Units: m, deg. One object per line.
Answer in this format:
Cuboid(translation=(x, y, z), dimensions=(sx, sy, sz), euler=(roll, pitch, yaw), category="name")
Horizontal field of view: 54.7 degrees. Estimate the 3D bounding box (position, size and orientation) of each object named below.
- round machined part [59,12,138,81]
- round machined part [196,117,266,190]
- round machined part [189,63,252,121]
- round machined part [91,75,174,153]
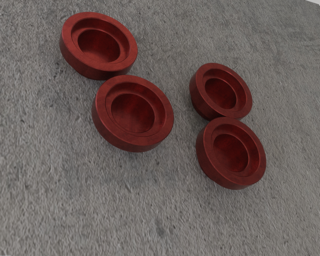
Cuboid(translation=(-0.083, -0.102, 0.411), dimensions=(0.099, 0.042, 0.098), euler=(14, 56, -21), category="round machined part")
Cuboid(translation=(0.090, 0.037, 0.419), dimensions=(0.099, 0.042, 0.098), euler=(13, 57, -21), category="round machined part")
Cuboid(translation=(0.087, -0.047, 0.468), dimensions=(0.099, 0.042, 0.098), euler=(14, 56, -21), category="round machined part")
Cuboid(translation=(-0.036, -0.014, 0.382), dimensions=(0.099, 0.042, 0.098), euler=(14, 56, -21), category="round machined part")
